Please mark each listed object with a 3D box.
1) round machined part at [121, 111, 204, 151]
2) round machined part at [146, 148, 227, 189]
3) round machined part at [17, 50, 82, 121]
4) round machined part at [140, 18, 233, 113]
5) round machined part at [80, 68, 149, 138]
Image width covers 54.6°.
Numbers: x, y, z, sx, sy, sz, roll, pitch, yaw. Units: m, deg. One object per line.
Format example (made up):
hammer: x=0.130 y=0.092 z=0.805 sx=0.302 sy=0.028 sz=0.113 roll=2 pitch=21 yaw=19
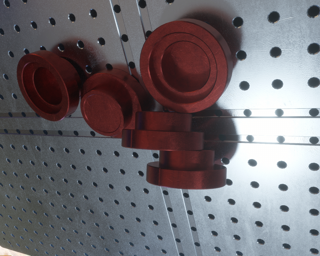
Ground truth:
round machined part: x=0.004 y=0.003 z=0.373 sx=0.098 sy=0.098 sz=0.042 roll=2 pitch=90 yaw=27
round machined part: x=0.033 y=0.046 z=0.384 sx=0.098 sy=0.098 sz=0.042 roll=2 pitch=90 yaw=27
round machined part: x=-0.150 y=-0.062 z=0.438 sx=0.098 sy=0.042 sz=0.097 roll=16 pitch=124 yaw=26
round machined part: x=0.031 y=-0.069 z=0.339 sx=0.098 sy=0.042 sz=0.097 roll=11 pitch=119 yaw=22
round machined part: x=-0.067 y=-0.028 z=0.419 sx=0.098 sy=0.042 sz=0.097 roll=13 pitch=124 yaw=21
